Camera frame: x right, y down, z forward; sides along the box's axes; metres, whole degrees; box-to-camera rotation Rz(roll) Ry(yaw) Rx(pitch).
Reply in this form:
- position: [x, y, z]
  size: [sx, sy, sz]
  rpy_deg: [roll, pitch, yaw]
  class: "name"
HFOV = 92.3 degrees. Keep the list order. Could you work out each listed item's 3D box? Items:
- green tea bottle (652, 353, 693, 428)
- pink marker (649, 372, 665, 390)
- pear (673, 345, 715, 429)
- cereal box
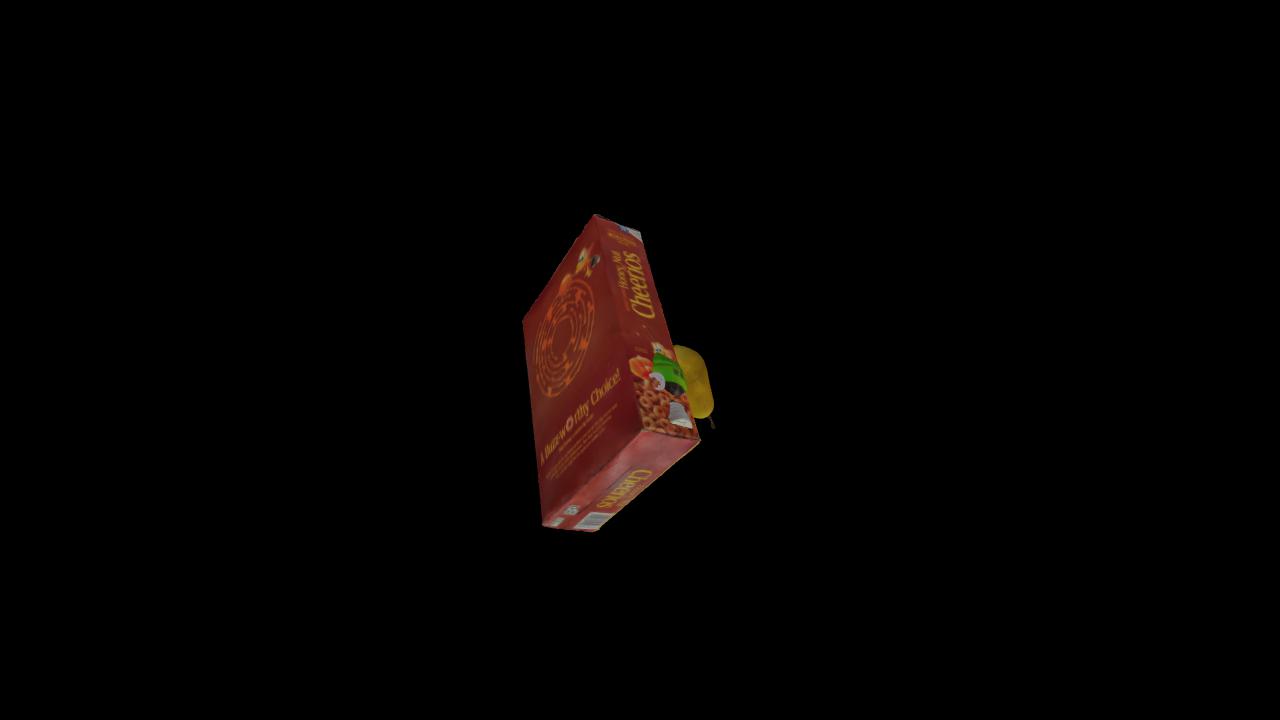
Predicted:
- position: [0.002, 0.007, 0.647]
  size: [0.073, 0.073, 0.212]
  rpy_deg: [0, 32, -23]
  class: "green tea bottle"
- position: [0.021, 0.046, 0.633]
  size: [0.020, 0.020, 0.121]
  rpy_deg: [0, -26, 7]
  class: "pink marker"
- position: [0.061, 0.036, 0.747]
  size: [0.111, 0.080, 0.080]
  rpy_deg: [40, -1, -1]
  class: "pear"
- position: [-0.051, 0.010, 0.701]
  size: [0.081, 0.306, 0.203]
  rpy_deg: [15, -46, -32]
  class: "cereal box"
